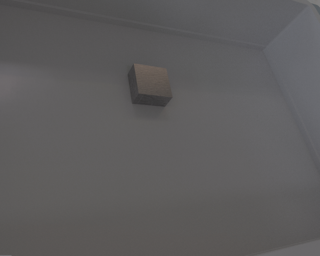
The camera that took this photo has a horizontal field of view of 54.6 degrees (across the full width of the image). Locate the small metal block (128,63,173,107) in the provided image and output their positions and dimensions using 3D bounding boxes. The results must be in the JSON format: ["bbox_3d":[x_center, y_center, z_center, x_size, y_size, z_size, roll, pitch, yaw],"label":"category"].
[{"bbox_3d":[-0.014,-0.059,0.434,0.050,0.025,0.050,4,60,-26],"label":"small metal block"}]
